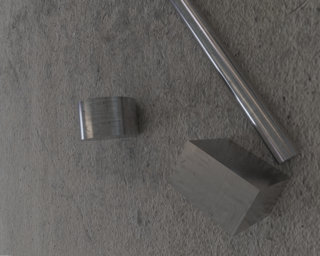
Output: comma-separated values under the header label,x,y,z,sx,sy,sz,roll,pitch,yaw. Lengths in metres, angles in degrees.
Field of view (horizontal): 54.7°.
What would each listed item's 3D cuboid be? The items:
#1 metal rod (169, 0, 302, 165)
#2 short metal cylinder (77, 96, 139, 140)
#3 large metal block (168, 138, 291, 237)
label,x,y,z,sx,sy,sz,roll,pitch,yaw
metal rod,0.061,-0.093,0.354,0.025,0.025,0.299,-42,65,32
short metal cylinder,-0.071,-0.011,0.428,0.080,0.081,0.050,-10,84,39
large metal block,0.070,0.053,0.311,0.080,0.081,0.050,36,112,34
